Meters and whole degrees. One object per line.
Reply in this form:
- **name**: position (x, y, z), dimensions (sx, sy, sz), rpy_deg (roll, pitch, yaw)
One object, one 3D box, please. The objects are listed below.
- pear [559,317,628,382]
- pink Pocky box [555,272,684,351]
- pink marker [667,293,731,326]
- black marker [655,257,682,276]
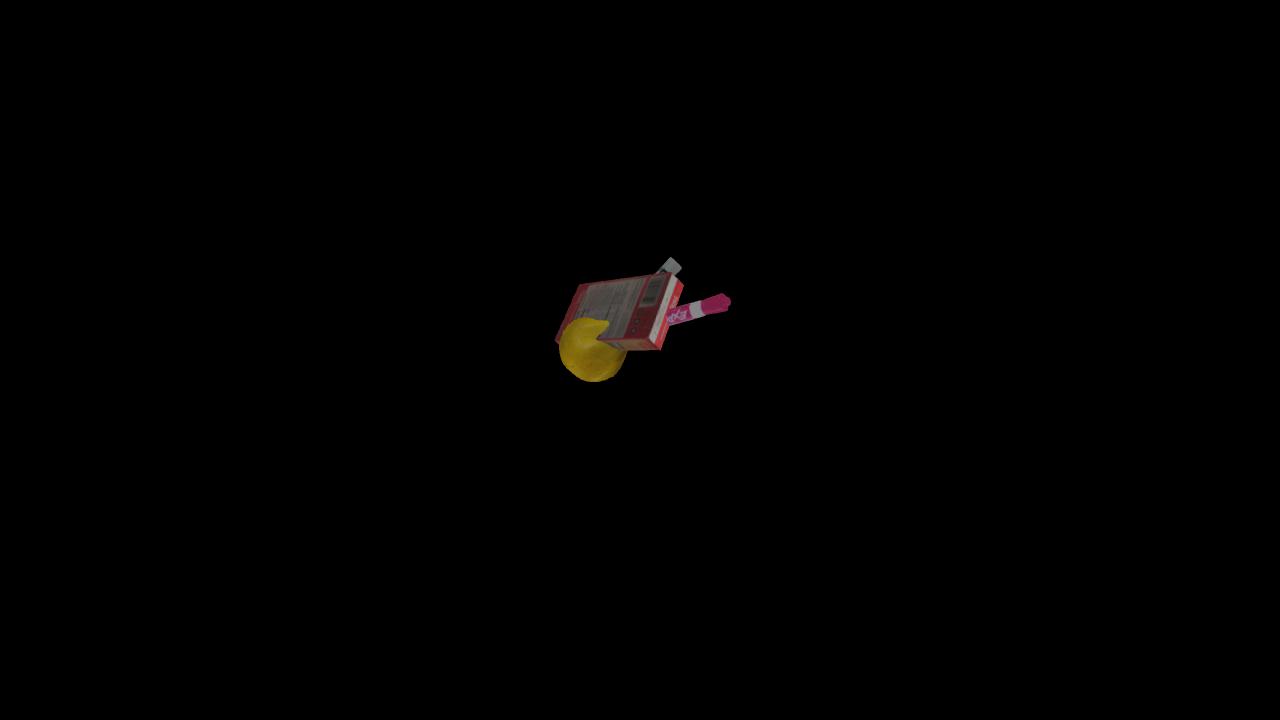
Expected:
- **pear**: position (-0.036, -0.021, 0.704), dimensions (0.111, 0.080, 0.080), rpy_deg (-22, -12, 32)
- **pink Pocky box**: position (-0.027, -0.052, 0.700), dimensions (0.155, 0.084, 0.029), rpy_deg (0, -29, 43)
- **pink marker**: position (0.041, -0.048, 0.647), dimensions (0.121, 0.020, 0.020), rpy_deg (-13, -8, 36)
- **black marker**: position (0.000, -0.068, 0.703), dimensions (0.020, 0.121, 0.020), rpy_deg (44, 6, -5)
